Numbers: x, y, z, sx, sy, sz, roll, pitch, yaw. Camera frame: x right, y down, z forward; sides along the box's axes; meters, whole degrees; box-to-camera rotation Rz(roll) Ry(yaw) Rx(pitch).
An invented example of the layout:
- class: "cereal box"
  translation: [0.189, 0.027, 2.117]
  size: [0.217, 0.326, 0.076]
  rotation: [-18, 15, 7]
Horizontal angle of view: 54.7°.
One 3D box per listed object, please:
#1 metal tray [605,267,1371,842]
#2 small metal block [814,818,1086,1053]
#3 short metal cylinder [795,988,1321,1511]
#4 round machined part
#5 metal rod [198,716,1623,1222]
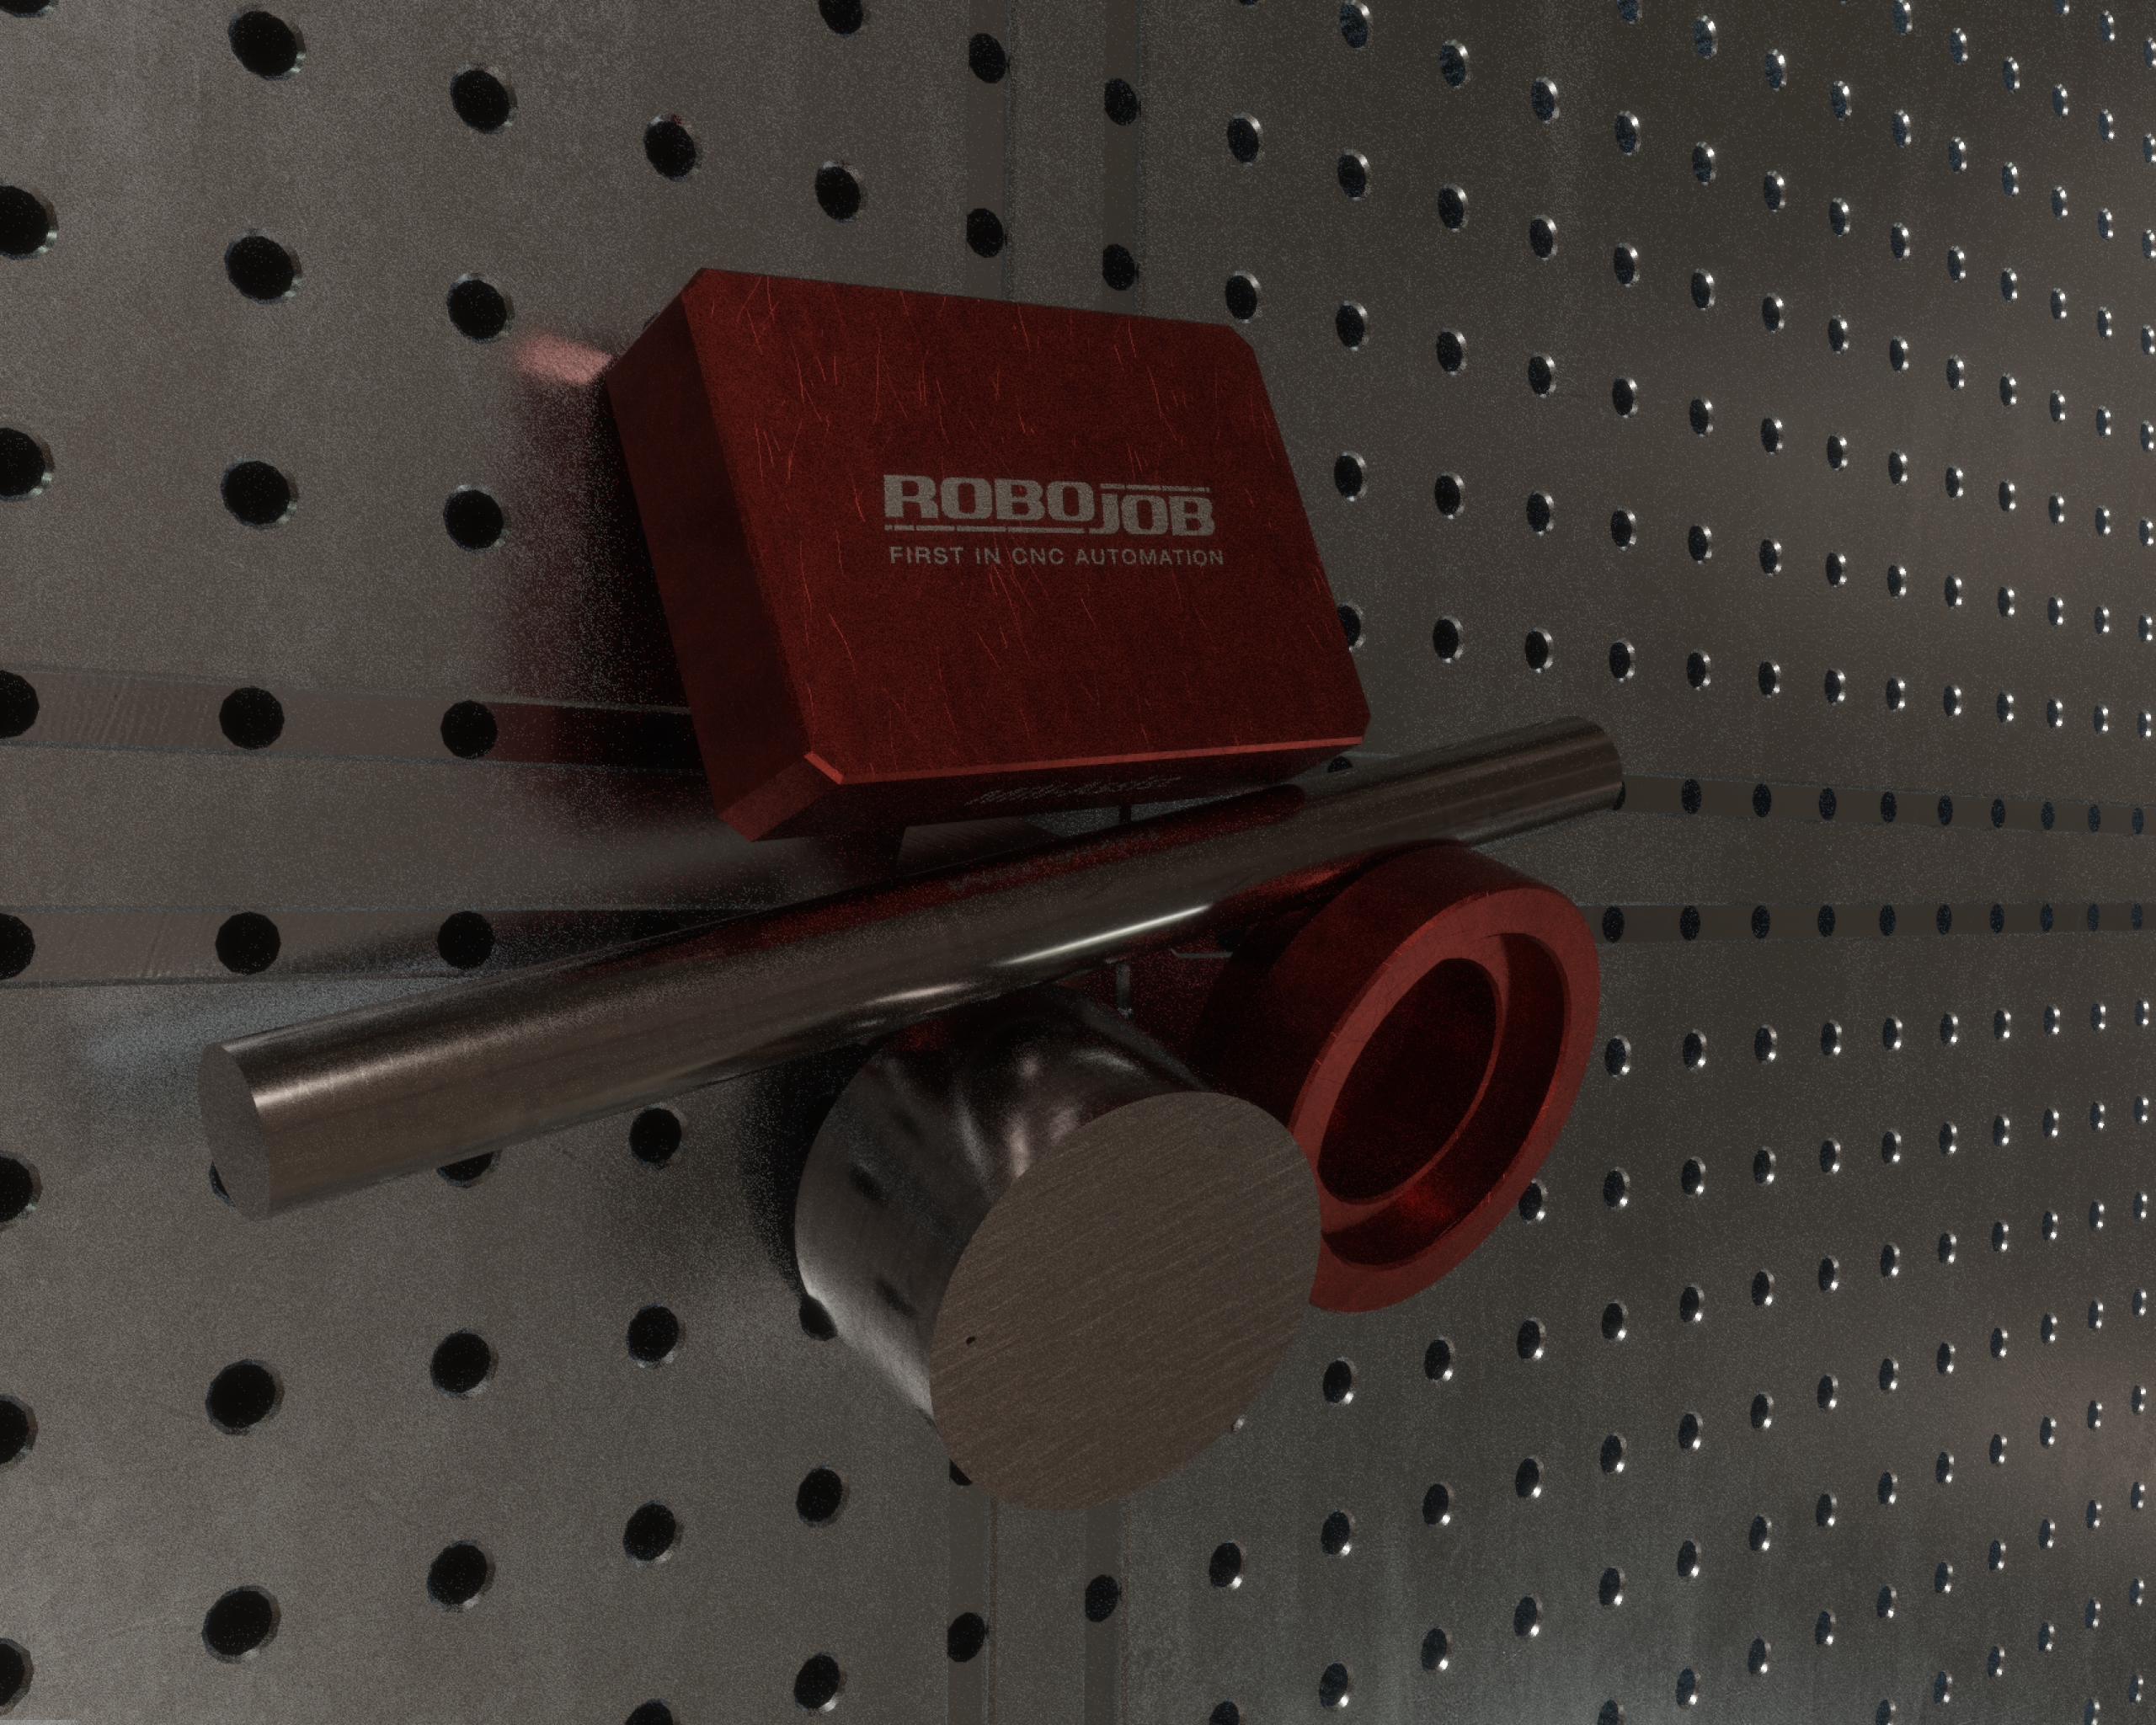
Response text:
- class: "metal tray"
  translation: [-0.012, -0.055, 0.379]
  size: [0.131, 0.030, 0.090]
  rotation: [-7, 76, -41]
- class: "small metal block"
  translation: [-0.025, 0.015, 0.401]
  size: [0.050, 0.025, 0.050]
  rotation: [23, 76, -38]
- class: "short metal cylinder"
  translation: [-0.003, 0.068, 0.377]
  size: [0.081, 0.050, 0.079]
  rotation: [-14, 116, -30]
- class: "round machined part"
  translation: [0.062, 0.041, 0.437]
  size: [0.099, 0.042, 0.097]
  rotation: [-23, 127, -34]
- class: "metal rod"
  translation: [0.000, 0.008, 0.377]
  size: [0.302, 0.025, 0.025]
  rotation: [-14, 99, -39]
